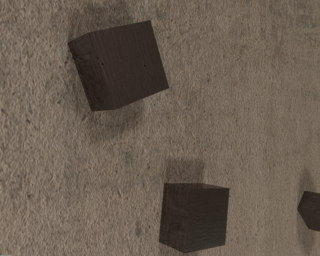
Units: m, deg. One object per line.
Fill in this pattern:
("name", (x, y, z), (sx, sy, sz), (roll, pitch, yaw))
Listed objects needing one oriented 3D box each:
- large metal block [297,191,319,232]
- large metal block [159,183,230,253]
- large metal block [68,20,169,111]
("large metal block", (0.361, 0.188, 0.677), (0.080, 0.080, 0.050), (52, 59, -28))
("large metal block", (0.049, 0.121, 0.432), (0.081, 0.050, 0.080), (9, 84, -40))
("large metal block", (-0.045, -0.070, 0.352), (0.081, 0.050, 0.080), (-27, 107, -37))
